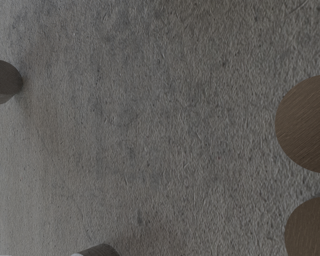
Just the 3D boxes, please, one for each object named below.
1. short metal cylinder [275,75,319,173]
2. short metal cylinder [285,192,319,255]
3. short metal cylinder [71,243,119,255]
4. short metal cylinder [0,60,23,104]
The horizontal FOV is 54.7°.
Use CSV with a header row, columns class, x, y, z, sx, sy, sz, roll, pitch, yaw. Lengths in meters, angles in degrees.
class,x,y,z,sx,sy,sz,roll,pitch,yaw
short metal cylinder,0.148,-0.003,0.266,0.080,0.050,0.080,0,90,40
short metal cylinder,0.155,0.093,0.261,0.080,0.050,0.080,0,90,40
short metal cylinder,-0.099,0.224,0.471,0.080,0.050,0.080,0,90,40
short metal cylinder,-0.341,-0.096,0.651,0.050,0.081,0.080,-27,73,37
